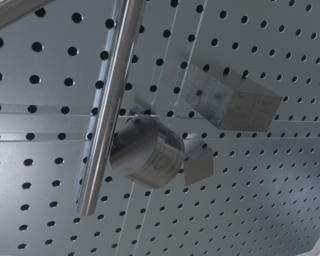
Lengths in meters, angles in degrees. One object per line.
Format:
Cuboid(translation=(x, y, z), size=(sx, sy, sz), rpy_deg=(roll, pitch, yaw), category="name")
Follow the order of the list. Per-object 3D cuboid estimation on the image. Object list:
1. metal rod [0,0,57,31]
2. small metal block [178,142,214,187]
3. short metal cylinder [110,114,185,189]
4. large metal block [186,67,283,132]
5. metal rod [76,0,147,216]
Cuboid(translation=(-0.137, -0.103, 0.272), size=(0.301, 0.025, 0.025), rpy_deg=(-32, 129, -7), category="metal rod")
Cuboid(translation=(0.054, 0.056, 0.475), size=(0.050, 0.025, 0.050), rpy_deg=(-20, 126, -17), category="small metal block")
Cuboid(translation=(-0.016, 0.030, 0.385), size=(0.050, 0.080, 0.080), rpy_deg=(34, 99, -39), category="short metal cylinder")
Cuboid(translation=(0.094, -0.037, 0.404), size=(0.081, 0.080, 0.050), rpy_deg=(3, 117, -30), category="large metal block")
Cuboid(translation=(-0.061, -0.019, 0.366), size=(0.025, 0.025, 0.298), rpy_deg=(3, 117, -30), category="metal rod")
